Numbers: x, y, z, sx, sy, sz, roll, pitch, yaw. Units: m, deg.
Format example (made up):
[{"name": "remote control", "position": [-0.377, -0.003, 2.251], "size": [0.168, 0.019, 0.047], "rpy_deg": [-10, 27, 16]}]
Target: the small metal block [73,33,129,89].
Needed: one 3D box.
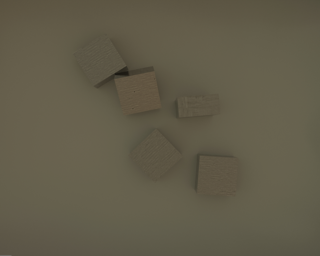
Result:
[{"name": "small metal block", "position": [-0.078, -0.088, 0.410], "size": [0.050, 0.025, 0.050], "rpy_deg": [-32, 90, 0]}]

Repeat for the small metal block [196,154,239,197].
[{"name": "small metal block", "position": [0.075, 0.062, 0.413], "size": [0.050, 0.025, 0.050], "rpy_deg": [4, 90, -1]}]

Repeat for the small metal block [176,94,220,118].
[{"name": "small metal block", "position": [0.047, -0.027, 0.400], "size": [0.050, 0.050, 0.025], "rpy_deg": [-5, 90, -1]}]

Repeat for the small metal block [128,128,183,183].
[{"name": "small metal block", "position": [-0.006, 0.036, 0.411], "size": [0.050, 0.025, 0.050], "rpy_deg": [-44, 91, 0]}]

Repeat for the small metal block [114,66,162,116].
[{"name": "small metal block", "position": [-0.028, -0.048, 0.401], "size": [0.050, 0.025, 0.050], "rpy_deg": [-12, 116, -1]}]
